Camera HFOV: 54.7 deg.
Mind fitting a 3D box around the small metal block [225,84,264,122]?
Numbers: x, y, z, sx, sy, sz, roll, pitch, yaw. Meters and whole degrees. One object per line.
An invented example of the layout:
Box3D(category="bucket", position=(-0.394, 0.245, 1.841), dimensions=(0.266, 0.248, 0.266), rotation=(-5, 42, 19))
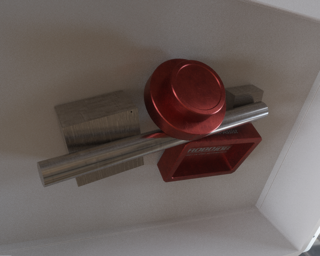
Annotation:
Box3D(category="small metal block", position=(0.119, -0.033, 0.453), dimensions=(0.050, 0.025, 0.050), rotation=(-11, 123, -23))

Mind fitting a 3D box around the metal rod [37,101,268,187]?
Box3D(category="metal rod", position=(0.015, 0.009, 0.364), dimensions=(0.303, 0.025, 0.025), rotation=(-15, 125, -29))

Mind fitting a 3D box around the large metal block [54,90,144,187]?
Box3D(category="large metal block", position=(-0.069, 0.011, 0.360), dimensions=(0.081, 0.050, 0.079), rotation=(-17, 125, -19))

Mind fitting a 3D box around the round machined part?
Box3D(category="round machined part", position=(0.035, -0.038, 0.354), dimensions=(0.099, 0.098, 0.042), rotation=(-5, 161, -27))

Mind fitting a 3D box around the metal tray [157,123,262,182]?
Box3D(category="metal tray", position=(0.071, 0.035, 0.448), dimensions=(0.131, 0.030, 0.089), rotation=(-2, 139, -29))
